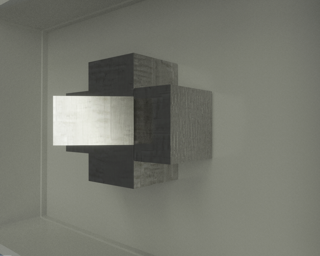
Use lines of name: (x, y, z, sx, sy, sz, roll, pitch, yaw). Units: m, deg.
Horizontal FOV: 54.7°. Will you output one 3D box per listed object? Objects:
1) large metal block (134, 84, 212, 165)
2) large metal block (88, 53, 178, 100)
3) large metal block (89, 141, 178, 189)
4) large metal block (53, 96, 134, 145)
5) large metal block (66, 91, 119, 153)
large metal block: (0.017, -0.004, 0.353, 0.050, 0.081, 0.080, 0, 90, 39)
large metal block: (-0.034, -0.058, 0.398, 0.080, 0.081, 0.050, 0, 90, 40)
large metal block: (-0.034, 0.042, 0.398, 0.080, 0.081, 0.050, 0, 90, 40)
large metal block: (-0.070, -0.008, 0.354, 0.081, 0.080, 0.050, 0, 90, -5)
large metal block: (-0.084, -0.008, 0.440, 0.050, 0.081, 0.080, 0, 90, 40)
